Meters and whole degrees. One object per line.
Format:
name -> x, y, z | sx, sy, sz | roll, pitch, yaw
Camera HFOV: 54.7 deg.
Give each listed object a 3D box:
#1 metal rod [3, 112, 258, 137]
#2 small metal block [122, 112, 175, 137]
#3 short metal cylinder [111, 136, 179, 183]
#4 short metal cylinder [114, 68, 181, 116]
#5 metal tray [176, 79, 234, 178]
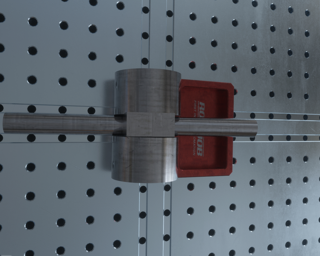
metal rod -> -0.025, -0.003, 0.378 | 0.302, 0.025, 0.025 | 1, 90, -11
small metal block -> -0.014, -0.004, 0.343 | 0.050, 0.050, 0.025 | 1, 90, -12
short metal cylinder -> -0.018, 0.035, 0.376 | 0.081, 0.080, 0.050 | 1, 90, -20
short metal cylinder -> -0.015, -0.040, 0.376 | 0.081, 0.080, 0.050 | 1, 90, -20
metal tray -> 0.055, 0.001, 0.430 | 0.091, 0.030, 0.129 | 1, 90, -20
